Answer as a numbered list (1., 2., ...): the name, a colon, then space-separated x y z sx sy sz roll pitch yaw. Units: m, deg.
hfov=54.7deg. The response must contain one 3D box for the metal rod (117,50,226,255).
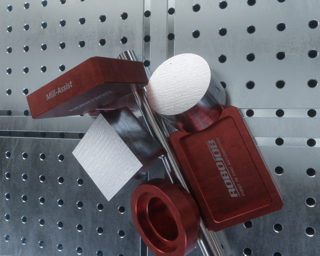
1. metal rod: 0.013 0.035 0.403 0.025 0.025 0.299 -27 81 18

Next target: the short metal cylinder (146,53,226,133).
1. short metal cylinder: 0.031 -0.041 0.369 0.080 0.050 0.080 -14 60 25

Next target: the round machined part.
1. round machined part: 0.011 0.108 0.381 0.098 0.042 0.097 20 118 44

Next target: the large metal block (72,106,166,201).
1. large metal block: -0.053 0.032 0.395 0.080 0.050 0.080 50 123 13

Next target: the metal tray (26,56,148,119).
1. metal tray: -0.091 -0.047 0.391 0.130 0.091 0.030 -20 85 33

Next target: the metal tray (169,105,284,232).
1. metal tray: 0.079 0.049 0.378 0.090 0.030 0.129 -26 82 18
